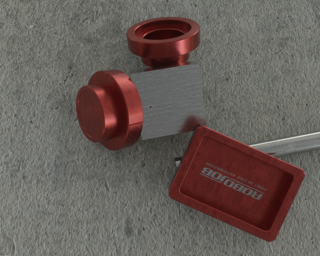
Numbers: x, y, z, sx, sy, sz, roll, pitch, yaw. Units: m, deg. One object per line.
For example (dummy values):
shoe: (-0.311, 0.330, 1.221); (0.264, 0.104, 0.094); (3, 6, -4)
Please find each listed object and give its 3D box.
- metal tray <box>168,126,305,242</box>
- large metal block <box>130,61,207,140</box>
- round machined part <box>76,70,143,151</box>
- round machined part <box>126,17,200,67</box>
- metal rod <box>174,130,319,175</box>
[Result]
metal tray: (0.086, 0.062, 0.360); (0.131, 0.030, 0.090); (24, 92, 1)
large metal block: (0.009, -0.037, 0.389); (0.081, 0.050, 0.079); (-10, 105, -4)
round machined part: (-0.066, -0.019, 0.372); (0.042, 0.097, 0.098); (-15, 68, -38)
round machined part: (0.006, -0.116, 0.426); (0.099, 0.042, 0.098); (-4, 37, 3)
metal rod: (0.168, 0.023, 0.401); (0.302, 0.025, 0.025); (-10, 71, -4)
